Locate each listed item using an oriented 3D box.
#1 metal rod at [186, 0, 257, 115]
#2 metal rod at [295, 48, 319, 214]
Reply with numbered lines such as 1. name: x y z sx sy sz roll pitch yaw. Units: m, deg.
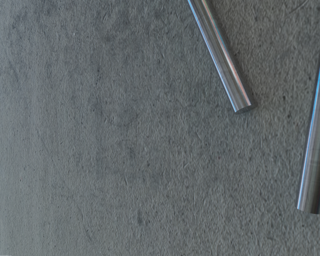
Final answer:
1. metal rod: 0.043 -0.156 0.368 0.025 0.025 0.299 -31 71 36
2. metal rod: 0.156 -0.072 0.275 0.025 0.025 0.298 11 97 39
